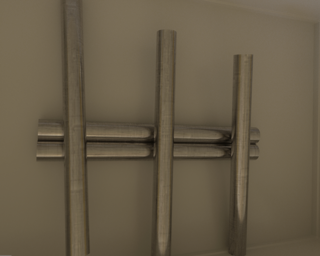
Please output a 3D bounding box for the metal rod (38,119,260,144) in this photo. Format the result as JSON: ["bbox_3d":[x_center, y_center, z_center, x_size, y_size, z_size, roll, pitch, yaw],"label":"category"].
[{"bbox_3d":[0.001,0.007,0.411,0.303,0.025,0.025,2,90,-21],"label":"metal rod"}]

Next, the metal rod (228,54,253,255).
[{"bbox_3d":[0.110,0.052,0.428,0.025,0.025,0.298,-4,100,-20],"label":"metal rod"}]

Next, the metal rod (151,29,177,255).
[{"bbox_3d":[0.005,0.030,0.386,0.025,0.025,0.298,2,90,-20],"label":"metal rod"}]

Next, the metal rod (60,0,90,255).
[{"bbox_3d":[-0.096,-0.014,0.348,0.025,0.025,0.298,-1,82,-20],"label":"metal rod"}]

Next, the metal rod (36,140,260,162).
[{"bbox_3d":[-0.001,0.031,0.410,0.303,0.025,0.025,2,90,-21],"label":"metal rod"}]
